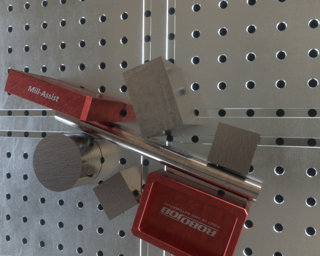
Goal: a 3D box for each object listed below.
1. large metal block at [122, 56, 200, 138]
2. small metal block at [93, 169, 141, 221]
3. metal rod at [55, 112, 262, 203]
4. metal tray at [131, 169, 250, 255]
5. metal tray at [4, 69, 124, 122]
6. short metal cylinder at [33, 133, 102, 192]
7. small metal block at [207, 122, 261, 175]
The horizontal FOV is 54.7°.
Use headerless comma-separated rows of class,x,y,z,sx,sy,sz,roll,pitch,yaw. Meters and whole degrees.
large metal block,0.005,-0.034,0.383,0.050,0.080,0.080,-20,84,19
small metal block,-0.057,0.093,0.433,0.050,0.025,0.050,-34,79,16
metal rod,-0.015,0.028,0.418,0.301,0.025,0.025,21,97,18
metal tray,0.036,0.117,0.396,0.130,0.030,0.089,19,97,18
metal tray,-0.128,-0.043,0.422,0.130,0.090,0.030,20,97,19
short metal cylinder,-0.132,0.047,0.445,0.080,0.050,0.080,0,90,20
small metal block,0.091,0.024,0.380,0.050,0.025,0.050,18,96,19
